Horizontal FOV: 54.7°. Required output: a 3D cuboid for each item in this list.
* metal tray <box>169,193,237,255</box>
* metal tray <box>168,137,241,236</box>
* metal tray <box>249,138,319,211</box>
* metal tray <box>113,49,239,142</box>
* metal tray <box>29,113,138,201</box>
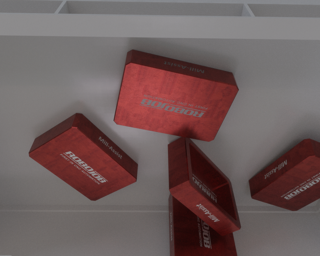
[{"bbox_3d":[0.061,0.154,0.471,0.091,0.130,0.030,8,130,-7],"label":"metal tray"},{"bbox_3d":[0.062,0.082,0.436,0.030,0.090,0.130,-31,124,23],"label":"metal tray"},{"bbox_3d":[0.207,0.075,0.458,0.091,0.030,0.129,19,137,-16],"label":"metal tray"},{"bbox_3d":[0.016,-0.035,0.376,0.131,0.030,0.089,11,129,-10],"label":"metal tray"},{"bbox_3d":[-0.105,0.047,0.445,0.090,0.030,0.130,-28,125,22],"label":"metal tray"}]
